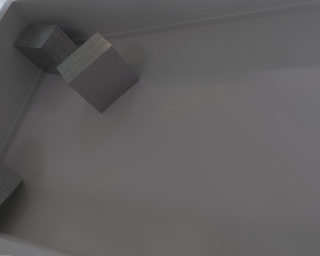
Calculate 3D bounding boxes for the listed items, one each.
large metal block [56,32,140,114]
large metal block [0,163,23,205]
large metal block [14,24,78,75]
[{"bbox_3d":[-0.092,-0.082,0.469,0.080,0.080,0.050,-42,51,0],"label":"large metal block"},{"bbox_3d":[-0.258,0.081,0.441,0.080,0.080,0.050,-53,16,-20],"label":"large metal block"},{"bbox_3d":[-0.197,-0.140,0.560,0.080,0.080,0.050,15,70,34],"label":"large metal block"}]
